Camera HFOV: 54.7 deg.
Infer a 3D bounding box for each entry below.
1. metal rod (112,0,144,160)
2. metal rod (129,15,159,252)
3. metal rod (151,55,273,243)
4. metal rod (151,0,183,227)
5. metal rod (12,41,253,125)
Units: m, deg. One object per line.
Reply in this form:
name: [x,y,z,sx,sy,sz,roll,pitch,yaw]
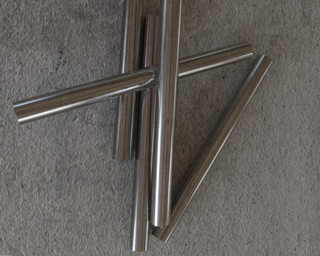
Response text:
metal rod: [-0.037,-0.109,0.394,0.025,0.025,0.298,4,89,-20]
metal rod: [-0.018,0.006,0.402,0.025,0.025,0.298,4,89,-20]
metal rod: [0.078,0.021,0.437,0.025,0.025,0.300,36,78,-17]
metal rod: [0.007,-0.027,0.364,0.025,0.025,0.298,-2,102,-20]
metal rod: [-0.016,-0.061,0.375,0.302,0.025,0.025,-19,97,-20]
